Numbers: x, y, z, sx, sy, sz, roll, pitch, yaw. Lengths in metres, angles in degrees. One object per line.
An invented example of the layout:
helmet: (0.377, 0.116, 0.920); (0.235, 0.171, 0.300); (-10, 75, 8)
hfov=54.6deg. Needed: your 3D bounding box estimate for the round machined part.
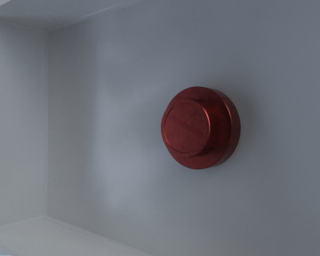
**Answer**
round machined part: (0.040, 0.000, 0.364); (0.098, 0.042, 0.097); (0, 90, 40)
